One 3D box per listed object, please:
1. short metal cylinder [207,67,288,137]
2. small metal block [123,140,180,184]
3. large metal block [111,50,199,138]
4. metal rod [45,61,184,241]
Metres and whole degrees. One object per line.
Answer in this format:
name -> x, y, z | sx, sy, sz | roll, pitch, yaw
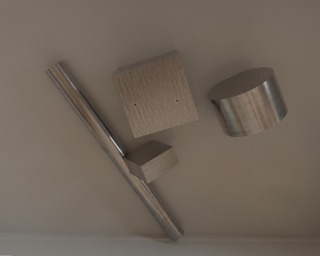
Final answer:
short metal cylinder -> 0.104, -0.032, 0.372 | 0.080, 0.080, 0.050 | -25, 109, 8
small metal block -> -0.012, 0.042, 0.403 | 0.050, 0.050, 0.025 | -29, 111, -24
large metal block -> -0.004, -0.043, 0.382 | 0.080, 0.050, 0.080 | -17, 110, 5
metal rod -> -0.053, 0.043, 0.426 | 0.025, 0.025, 0.299 | -30, 108, 10
